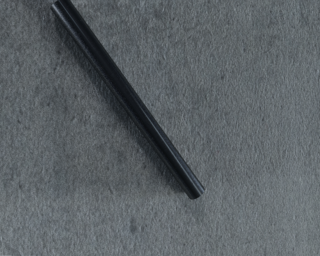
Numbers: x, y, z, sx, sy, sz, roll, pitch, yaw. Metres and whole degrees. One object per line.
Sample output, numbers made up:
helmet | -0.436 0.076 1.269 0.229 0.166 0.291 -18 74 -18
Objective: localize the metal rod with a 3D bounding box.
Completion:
metal rod | -0.034 -0.028 0.397 0.025 0.025 0.299 -39 103 -16
